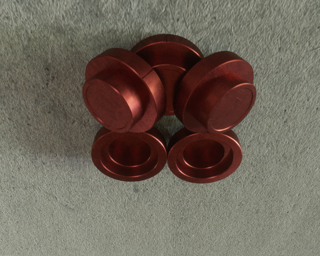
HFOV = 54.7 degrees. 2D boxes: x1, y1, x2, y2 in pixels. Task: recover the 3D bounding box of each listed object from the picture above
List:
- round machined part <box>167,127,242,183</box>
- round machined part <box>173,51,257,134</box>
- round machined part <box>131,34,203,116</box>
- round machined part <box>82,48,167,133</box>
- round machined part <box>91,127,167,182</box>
[{"bbox_3d":[0.059,0.029,0.423,0.099,0.042,0.097,-1,130,0],"label":"round machined part"},{"bbox_3d":[0.067,-0.032,0.343,0.099,0.042,0.097,-24,141,-21],"label":"round machined part"},{"bbox_3d":[0.006,-0.052,0.352,0.099,0.042,0.097,-1,130,0],"label":"round machined part"},{"bbox_3d":[-0.045,-0.033,0.337,0.098,0.042,0.097,24,139,23],"label":"round machined part"},{"bbox_3d":[-0.040,0.025,0.418,0.099,0.042,0.097,-1,130,0],"label":"round machined part"}]
